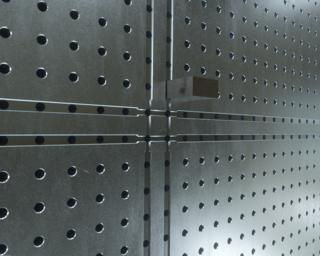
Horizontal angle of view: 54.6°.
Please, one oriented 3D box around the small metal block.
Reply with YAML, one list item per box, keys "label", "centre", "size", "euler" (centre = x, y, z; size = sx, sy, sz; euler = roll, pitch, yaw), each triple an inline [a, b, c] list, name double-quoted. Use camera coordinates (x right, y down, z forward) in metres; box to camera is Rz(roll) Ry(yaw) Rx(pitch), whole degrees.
- label: "small metal block"
  centre: [0.045, -0.054, 0.429]
  size: [0.050, 0.050, 0.025]
  euler: [0, 90, -40]
